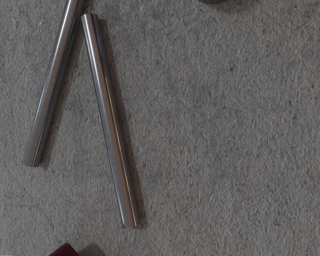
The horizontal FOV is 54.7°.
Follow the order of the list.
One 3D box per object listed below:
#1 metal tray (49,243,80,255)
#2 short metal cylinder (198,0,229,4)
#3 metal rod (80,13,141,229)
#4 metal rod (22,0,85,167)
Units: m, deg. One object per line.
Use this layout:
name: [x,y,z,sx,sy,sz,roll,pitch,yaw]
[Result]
metal tray: [-0.108,0.232,0.424,0.130,0.030,0.089,43,128,14]
short metal cylinder: [0.064,-0.198,0.373,0.080,0.050,0.079,0,90,19]
metal rod: [-0.070,-0.013,0.432,0.025,0.025,0.298,-14,86,19]
metal rod: [-0.154,-0.086,0.461,0.025,0.025,0.298,20,96,18]
